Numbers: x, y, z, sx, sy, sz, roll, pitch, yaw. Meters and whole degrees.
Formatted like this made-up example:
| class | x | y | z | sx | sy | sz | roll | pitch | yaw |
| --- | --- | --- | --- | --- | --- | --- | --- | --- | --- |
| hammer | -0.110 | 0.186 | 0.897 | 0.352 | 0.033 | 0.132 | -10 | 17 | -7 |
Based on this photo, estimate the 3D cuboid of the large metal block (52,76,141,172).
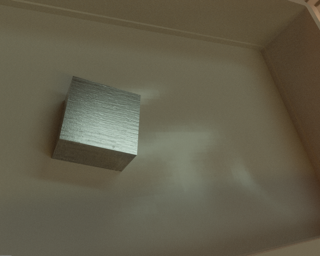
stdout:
| class | x | y | z | sx | sy | sz | roll | pitch | yaw |
| --- | --- | --- | --- | --- | --- | --- | --- | --- | --- |
| large metal block | -0.071 | -0.003 | 0.354 | 0.081 | 0.050 | 0.080 | 14 | 56 | -21 |
